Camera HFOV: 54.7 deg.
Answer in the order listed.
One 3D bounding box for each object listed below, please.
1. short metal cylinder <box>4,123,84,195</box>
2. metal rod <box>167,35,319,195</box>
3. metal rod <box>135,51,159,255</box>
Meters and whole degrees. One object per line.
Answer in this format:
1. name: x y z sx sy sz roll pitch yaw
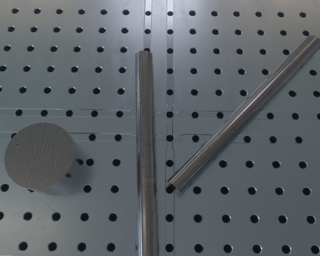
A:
1. short metal cylinder: -0.140 0.039 0.383 0.081 0.050 0.080 0 70 0
2. metal rod: 0.123 -0.026 0.422 0.025 0.025 0.301 43 75 14
3. metal rod: -0.018 0.035 0.398 0.025 0.025 0.299 -2 70 -1
